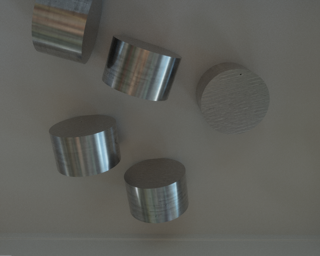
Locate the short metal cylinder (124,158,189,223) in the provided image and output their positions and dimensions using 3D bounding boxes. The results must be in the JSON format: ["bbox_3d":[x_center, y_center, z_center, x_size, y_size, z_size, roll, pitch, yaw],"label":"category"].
[{"bbox_3d":[-0.004,0.081,0.412,0.080,0.080,0.050,-6,110,2],"label":"short metal cylinder"}]

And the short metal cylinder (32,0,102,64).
[{"bbox_3d":[-0.099,-0.115,0.338,0.050,0.080,0.079,15,109,-6],"label":"short metal cylinder"}]

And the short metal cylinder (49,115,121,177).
[{"bbox_3d":[-0.092,0.020,0.388,0.081,0.080,0.050,-4,110,1],"label":"short metal cylinder"}]

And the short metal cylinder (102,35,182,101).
[{"bbox_3d":[-0.021,-0.070,0.356,0.080,0.080,0.050,17,109,-7],"label":"short metal cylinder"}]

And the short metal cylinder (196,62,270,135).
[{"bbox_3d":[0.088,-0.038,0.385,0.081,0.050,0.079,0,110,-1],"label":"short metal cylinder"}]
